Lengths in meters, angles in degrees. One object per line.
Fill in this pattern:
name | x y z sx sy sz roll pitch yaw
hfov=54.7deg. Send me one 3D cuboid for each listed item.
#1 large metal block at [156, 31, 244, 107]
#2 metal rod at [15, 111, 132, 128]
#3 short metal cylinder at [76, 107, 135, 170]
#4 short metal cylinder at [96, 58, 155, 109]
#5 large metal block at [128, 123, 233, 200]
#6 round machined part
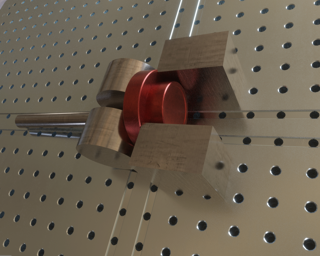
large metal block | 0.054 -0.069 0.388 0.080 0.080 0.050 0 62 28
metal rod | -0.115 -0.012 0.462 0.300 0.025 0.025 0 62 32
short metal cylinder | -0.059 0.015 0.394 0.080 0.080 0.050 1 63 29
short metal cylinder | -0.041 -0.051 0.426 0.080 0.080 0.050 1 63 28
large metal block | 0.026 0.037 0.338 0.080 0.080 0.050 3 63 29
round machined part | 0.001 -0.021 0.373 0.042 0.098 0.098 1 62 29
